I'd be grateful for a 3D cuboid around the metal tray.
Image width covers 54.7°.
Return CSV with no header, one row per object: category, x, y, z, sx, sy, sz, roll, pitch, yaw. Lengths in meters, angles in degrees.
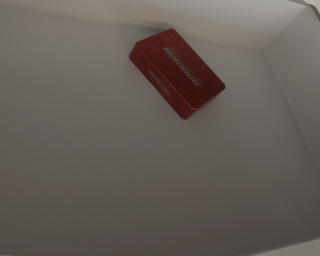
metal tray,0.028,-0.086,0.471,0.130,0.030,0.091,49,51,6
